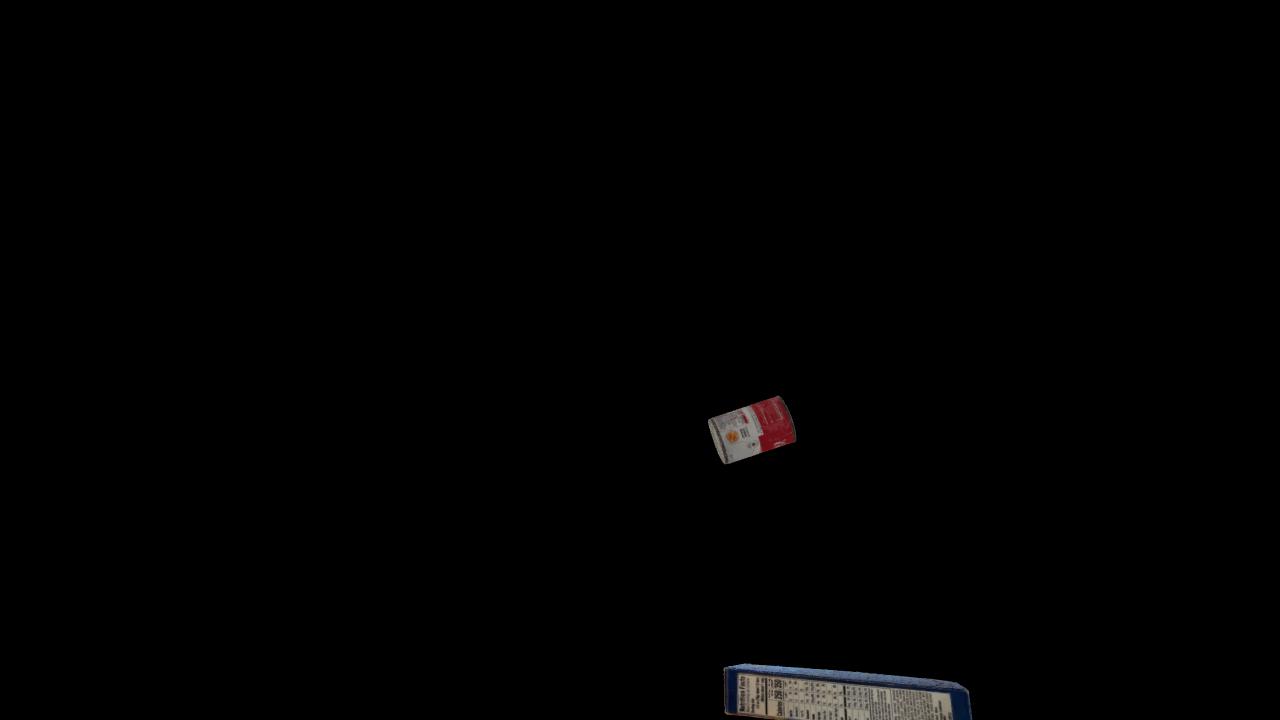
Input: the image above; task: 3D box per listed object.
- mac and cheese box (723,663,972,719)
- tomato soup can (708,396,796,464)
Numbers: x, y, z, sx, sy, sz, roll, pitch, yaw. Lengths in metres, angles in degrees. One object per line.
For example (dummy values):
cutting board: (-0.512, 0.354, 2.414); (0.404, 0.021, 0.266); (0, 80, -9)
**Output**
mac and cheese box: (0.170, 0.282, 0.513); (0.184, 0.041, 0.093); (-5, -24, 20)
tomato soup can: (0.150, 0.095, 0.831); (0.101, 0.068, 0.068); (-18, 1, -2)
